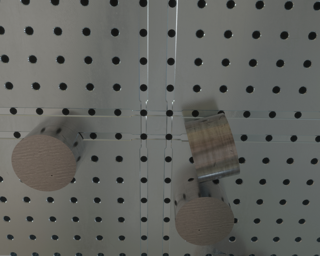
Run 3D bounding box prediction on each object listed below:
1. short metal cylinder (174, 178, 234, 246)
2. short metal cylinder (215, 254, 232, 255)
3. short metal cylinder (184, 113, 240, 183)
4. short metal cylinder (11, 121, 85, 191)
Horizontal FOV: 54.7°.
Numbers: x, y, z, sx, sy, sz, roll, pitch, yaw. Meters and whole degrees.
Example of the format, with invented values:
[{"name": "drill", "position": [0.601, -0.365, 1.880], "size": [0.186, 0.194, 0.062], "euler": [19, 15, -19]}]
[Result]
[{"name": "short metal cylinder", "position": [0.061, 0.119, 0.445], "size": [0.081, 0.050, 0.079], "euler": [0, 110, 0]}, {"name": "short metal cylinder", "position": [0.105, 0.243, 0.474], "size": [0.080, 0.080, 0.050], "euler": [18, 109, -7]}, {"name": "short metal cylinder", "position": [0.065, 0.025, 0.394], "size": [0.050, 0.080, 0.080], "euler": [-14, 110, 5]}, {"name": "short metal cylinder", "position": [-0.146, 0.037, 0.412], "size": [0.081, 0.050, 0.079], "euler": [0, 110, 0]}]
